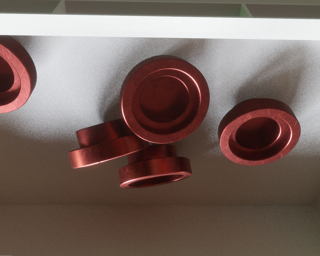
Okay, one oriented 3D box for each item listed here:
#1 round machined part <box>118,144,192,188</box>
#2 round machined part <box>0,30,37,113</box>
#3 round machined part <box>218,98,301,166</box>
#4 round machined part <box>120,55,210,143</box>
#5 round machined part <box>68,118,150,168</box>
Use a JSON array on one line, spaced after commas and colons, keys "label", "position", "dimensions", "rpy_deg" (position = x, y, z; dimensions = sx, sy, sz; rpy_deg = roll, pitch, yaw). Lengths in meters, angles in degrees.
[{"label": "round machined part", "position": [-0.008, 0.052, 0.423], "dimensions": [0.099, 0.042, 0.098], "rpy_deg": [-9, 162, -3]}, {"label": "round machined part", "position": [-0.185, -0.067, 0.338], "dimensions": [0.099, 0.042, 0.097], "rpy_deg": [-1, 130, 0]}, {"label": "round machined part", "position": [0.124, 0.001, 0.401], "dimensions": [0.099, 0.042, 0.097], "rpy_deg": [-1, 130, 0]}, {"label": "round machined part", "position": [0.003, -0.035, 0.355], "dimensions": [0.099, 0.042, 0.097], "rpy_deg": [-5, 113, -12]}, {"label": "round machined part", "position": [-0.066, 0.015, 0.386], "dimensions": [0.098, 0.098, 0.042], "rpy_deg": [-16, 91, 12]}]
